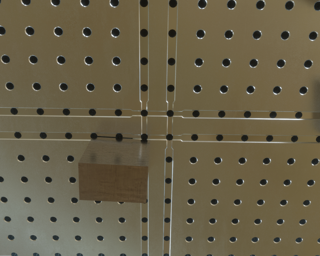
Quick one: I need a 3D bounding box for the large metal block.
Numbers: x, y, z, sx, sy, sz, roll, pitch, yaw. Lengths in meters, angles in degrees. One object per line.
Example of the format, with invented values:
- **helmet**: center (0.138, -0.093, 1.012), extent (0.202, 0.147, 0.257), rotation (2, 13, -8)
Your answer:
- **large metal block**: center (-0.055, 0.052, 0.403), extent (0.080, 0.080, 0.050), rotation (3, 110, -1)
